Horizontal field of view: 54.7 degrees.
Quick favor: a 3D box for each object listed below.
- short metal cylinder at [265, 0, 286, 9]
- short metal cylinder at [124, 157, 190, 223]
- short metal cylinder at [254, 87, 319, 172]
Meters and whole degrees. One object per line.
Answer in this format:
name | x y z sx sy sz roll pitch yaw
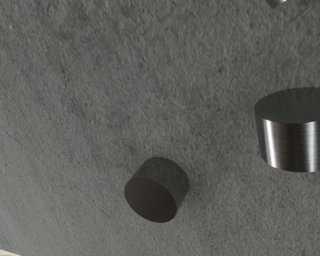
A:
short metal cylinder | 0.103 -0.137 0.232 0.050 0.080 0.080 49 128 -7
short metal cylinder | -0.004 0.089 0.446 0.080 0.050 0.079 13 124 20
short metal cylinder | 0.135 -0.001 0.299 0.080 0.080 0.050 -1 118 28
